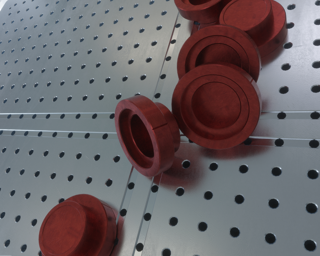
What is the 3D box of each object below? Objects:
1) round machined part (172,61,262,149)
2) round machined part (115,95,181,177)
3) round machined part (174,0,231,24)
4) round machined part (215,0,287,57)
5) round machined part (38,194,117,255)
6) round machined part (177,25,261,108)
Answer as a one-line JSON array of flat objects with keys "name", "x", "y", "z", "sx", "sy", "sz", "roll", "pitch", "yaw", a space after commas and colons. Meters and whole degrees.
[{"name": "round machined part", "x": 0.067, "y": -0.028, "z": 0.358, "sx": 0.098, "sy": 0.097, "sz": 0.042, "roll": -5, "pitch": 18, "yaw": 25}, {"name": "round machined part", "x": -0.012, "y": 0.007, "z": 0.377, "sx": 0.042, "sy": 0.097, "sz": 0.098, "roll": -22, "pitch": 44, "yaw": -30}, {"name": "round machined part", "x": 0.075, "y": -0.203, "z": 0.483, "sx": 0.098, "sy": 0.042, "sz": 0.098, "roll": -13, "pitch": 56, "yaw": 21}, {"name": "round machined part", "x": 0.119, "y": -0.143, "z": 0.423, "sx": 0.098, "sy": 0.042, "sz": 0.098, "roll": -13, "pitch": 56, "yaw": 21}, {"name": "round machined part", "x": -0.106, "y": 0.127, "z": 0.376, "sx": 0.098, "sy": 0.042, "sz": 0.098, "roll": -13, "pitch": 56, "yaw": 21}, {"name": "round machined part", "x": 0.074, "y": -0.077, "z": 0.384, "sx": 0.098, "sy": 0.097, "sz": 0.042, "roll": -6, "pitch": 18, "yaw": 25}]
